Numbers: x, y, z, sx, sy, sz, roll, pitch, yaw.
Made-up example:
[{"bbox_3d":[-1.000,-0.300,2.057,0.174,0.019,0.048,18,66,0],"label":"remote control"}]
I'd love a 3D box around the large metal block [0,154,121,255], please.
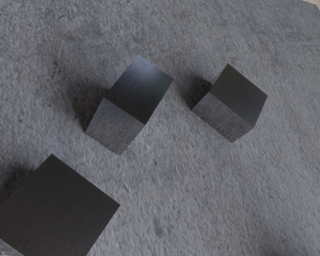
[{"bbox_3d":[-0.098,0.085,0.284,0.080,0.050,0.080,38,51,-3],"label":"large metal block"}]

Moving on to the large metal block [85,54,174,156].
[{"bbox_3d":[-0.037,-0.025,0.365,0.050,0.080,0.080,34,51,-6],"label":"large metal block"}]

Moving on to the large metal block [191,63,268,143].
[{"bbox_3d":[0.106,-0.038,0.471,0.080,0.050,0.080,38,51,-3],"label":"large metal block"}]
